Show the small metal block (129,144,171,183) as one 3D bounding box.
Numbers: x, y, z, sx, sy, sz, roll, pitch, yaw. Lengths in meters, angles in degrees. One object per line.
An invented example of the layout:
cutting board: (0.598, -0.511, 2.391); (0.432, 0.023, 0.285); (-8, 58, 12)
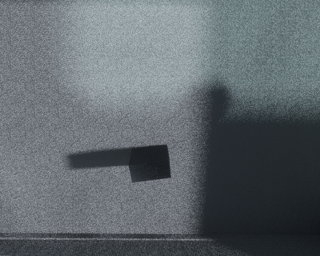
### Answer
small metal block: (-0.013, 0.047, 0.415); (0.050, 0.050, 0.025); (-8, 110, 2)
